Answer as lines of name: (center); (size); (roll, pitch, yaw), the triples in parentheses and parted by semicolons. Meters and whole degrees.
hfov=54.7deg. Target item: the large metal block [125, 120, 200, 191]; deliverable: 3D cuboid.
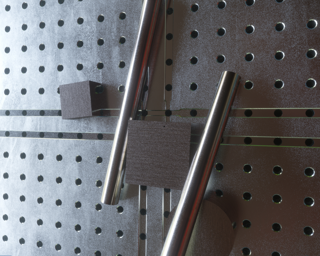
large metal block: (0.005, 0.032, 0.397); (0.080, 0.050, 0.079); (3, 91, 19)

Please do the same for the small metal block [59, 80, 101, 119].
small metal block: (-0.116, -0.040, 0.452); (0.050, 0.025, 0.050); (-6, 88, 19)

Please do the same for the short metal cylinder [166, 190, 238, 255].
short metal cylinder: (0.053, 0.121, 0.380); (0.080, 0.050, 0.079); (0, 90, 19)

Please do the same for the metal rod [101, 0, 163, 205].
metal rod: (-0.038, -0.041, 0.425); (0.025, 0.025, 0.298); (14, 95, 19)

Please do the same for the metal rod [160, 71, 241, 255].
metal rod: (0.037, 0.072, 0.348); (0.025, 0.025, 0.299); (16, 76, 19)
